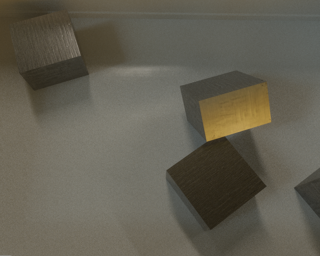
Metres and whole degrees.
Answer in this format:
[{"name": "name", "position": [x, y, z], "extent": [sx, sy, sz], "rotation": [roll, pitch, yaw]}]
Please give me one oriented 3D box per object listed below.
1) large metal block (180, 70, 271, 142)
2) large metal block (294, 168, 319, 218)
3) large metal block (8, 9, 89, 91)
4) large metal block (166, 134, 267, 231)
[{"name": "large metal block", "position": [0.078, -0.031, 0.385], "extent": [0.080, 0.080, 0.050], "rotation": [-16, 112, -6]}, {"name": "large metal block", "position": [0.219, 0.061, 0.360], "extent": [0.080, 0.080, 0.050], "rotation": [-33, 74, -11]}, {"name": "large metal block", "position": [-0.154, -0.109, 0.435], "extent": [0.080, 0.050, 0.080], "rotation": [-18, 71, -7]}, {"name": "large metal block", "position": [0.063, 0.065, 0.373], "extent": [0.080, 0.050, 0.080], "rotation": [-34, 74, -12]}]
